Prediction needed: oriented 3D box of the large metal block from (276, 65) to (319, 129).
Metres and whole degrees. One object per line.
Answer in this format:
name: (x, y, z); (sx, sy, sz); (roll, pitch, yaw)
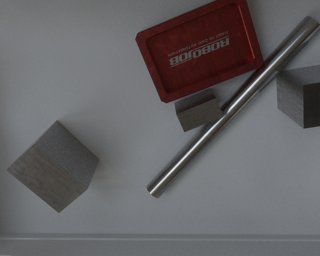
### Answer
large metal block: (0.194, -0.042, 0.369); (0.080, 0.080, 0.050); (-9, 110, 3)

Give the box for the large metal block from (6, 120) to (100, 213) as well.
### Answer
large metal block: (-0.131, 0.046, 0.397); (0.050, 0.080, 0.080); (-40, 106, 13)

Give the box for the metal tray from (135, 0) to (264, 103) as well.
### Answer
metal tray: (0.047, -0.095, 0.374); (0.130, 0.030, 0.090); (-21, 109, 7)

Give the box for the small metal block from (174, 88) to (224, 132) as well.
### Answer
small metal block: (0.047, -0.023, 0.390); (0.050, 0.050, 0.025); (-22, 109, 8)

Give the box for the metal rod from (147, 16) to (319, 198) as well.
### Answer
metal rod: (0.087, -0.017, 0.406); (0.025, 0.025, 0.299); (38, 105, -13)
